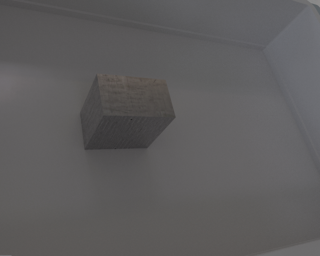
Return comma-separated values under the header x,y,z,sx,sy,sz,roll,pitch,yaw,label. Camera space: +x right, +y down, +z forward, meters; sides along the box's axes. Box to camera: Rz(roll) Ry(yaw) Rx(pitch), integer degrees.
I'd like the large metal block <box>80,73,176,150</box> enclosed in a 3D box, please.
x,y,z,sx,sy,sz,roll,pitch,yaw,label
-0.040,-0.015,0.357,0.081,0.080,0.050,1,62,-28,large metal block
